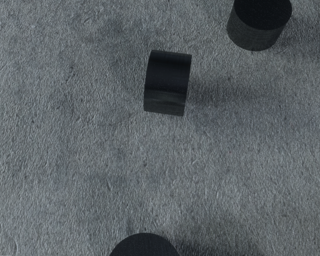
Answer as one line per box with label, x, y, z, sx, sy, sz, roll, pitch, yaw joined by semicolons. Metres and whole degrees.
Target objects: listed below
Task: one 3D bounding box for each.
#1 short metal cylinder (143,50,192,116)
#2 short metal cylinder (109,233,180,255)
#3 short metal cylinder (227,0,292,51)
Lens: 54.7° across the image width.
short metal cylinder;0.011;-0.058;0.400;0.050;0.080;0.080;8;70;3
short metal cylinder;-0.016;0.157;0.337;0.081;0.050;0.080;0;70;0
short metal cylinder;0.143;-0.161;0.454;0.081;0.050;0.080;0;70;0
